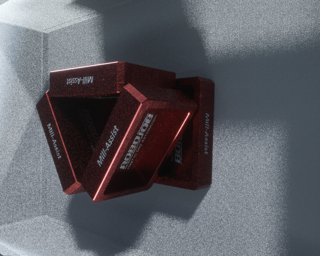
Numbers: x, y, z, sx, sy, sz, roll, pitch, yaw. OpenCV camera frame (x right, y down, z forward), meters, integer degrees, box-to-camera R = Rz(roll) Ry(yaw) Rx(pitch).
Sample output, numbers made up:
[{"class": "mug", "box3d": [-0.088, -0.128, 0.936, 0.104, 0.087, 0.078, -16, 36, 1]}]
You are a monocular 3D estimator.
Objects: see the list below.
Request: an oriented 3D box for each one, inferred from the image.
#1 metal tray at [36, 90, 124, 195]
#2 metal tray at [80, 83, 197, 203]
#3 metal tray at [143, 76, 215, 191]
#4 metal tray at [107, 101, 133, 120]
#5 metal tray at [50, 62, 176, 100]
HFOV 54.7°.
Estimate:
[{"class": "metal tray", "box3d": [-0.096, 0.015, 0.402, 0.030, 0.091, 0.130, -39, 67, 34]}, {"class": "metal tray", "box3d": [-0.023, 0.018, 0.341, 0.030, 0.091, 0.129, 43, 116, 32]}, {"class": "metal tray", "box3d": [0.020, 0.005, 0.386, 0.090, 0.030, 0.129, 2, 90, 40]}, {"class": "metal tray", "box3d": [-0.050, 0.003, 0.445, 0.090, 0.030, 0.129, 1, 90, 40]}, {"class": "metal tray", "box3d": [-0.058, -0.052, 0.370, 0.130, 0.091, 0.030, 3, 92, 40]}]
